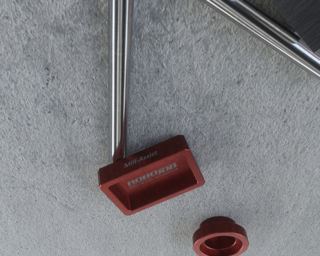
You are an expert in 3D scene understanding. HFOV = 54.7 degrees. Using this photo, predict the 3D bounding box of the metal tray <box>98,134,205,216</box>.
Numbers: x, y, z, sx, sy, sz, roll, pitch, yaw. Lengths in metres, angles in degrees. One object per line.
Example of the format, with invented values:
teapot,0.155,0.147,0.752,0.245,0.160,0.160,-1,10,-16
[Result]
metal tray,-0.010,0.071,0.443,0.130,0.030,0.090,-24,133,5

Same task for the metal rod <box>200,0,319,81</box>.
metal rod,0.074,-0.119,0.306,0.302,0.025,0.025,25,126,-20

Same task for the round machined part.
round machined part,0.109,0.199,0.567,0.099,0.042,0.097,-1,130,0

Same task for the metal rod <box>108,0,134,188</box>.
metal rod,-0.051,-0.031,0.379,0.025,0.025,0.298,4,130,-4

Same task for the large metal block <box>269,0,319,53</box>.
large metal block,0.146,-0.131,0.281,0.080,0.050,0.080,35,122,-26
